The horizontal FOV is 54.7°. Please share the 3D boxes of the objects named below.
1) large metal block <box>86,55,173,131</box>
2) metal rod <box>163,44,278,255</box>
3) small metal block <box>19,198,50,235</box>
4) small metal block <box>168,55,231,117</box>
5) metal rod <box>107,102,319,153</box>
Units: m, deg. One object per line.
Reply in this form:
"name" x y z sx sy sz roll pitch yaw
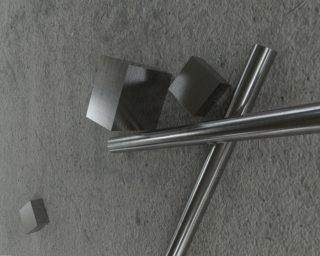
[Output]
"large metal block" -0.039 -0.043 0.399 0.050 0.081 0.079 27 107 36
"metal rod" 0.058 0.053 0.355 0.025 0.025 0.298 32 109 35
"small metal block" -0.245 0.172 0.603 0.050 0.025 0.050 -39 66 32
"small metal block" 0.046 -0.049 0.366 0.050 0.025 0.050 51 120 27
"metal rod" 0.033 0.008 0.348 0.299 0.025 0.025 -10 84 47
